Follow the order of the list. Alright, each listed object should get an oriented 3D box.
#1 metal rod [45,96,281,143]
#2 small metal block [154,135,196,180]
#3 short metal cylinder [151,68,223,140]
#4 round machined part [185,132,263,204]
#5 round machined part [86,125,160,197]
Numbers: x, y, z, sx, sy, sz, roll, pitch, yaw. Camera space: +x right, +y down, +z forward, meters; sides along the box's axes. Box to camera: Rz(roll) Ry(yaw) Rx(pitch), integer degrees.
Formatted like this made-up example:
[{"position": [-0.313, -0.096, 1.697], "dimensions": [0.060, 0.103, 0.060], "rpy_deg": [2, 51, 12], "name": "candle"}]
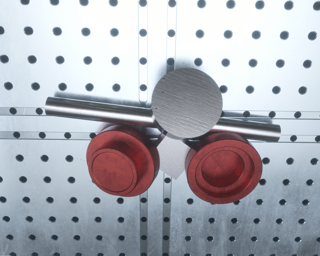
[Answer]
[{"position": [0.006, -0.011, 0.406], "dimensions": [0.302, 0.025, 0.025], "rpy_deg": [7, 110, -3], "name": "metal rod"}, {"position": [0.016, 0.034, 0.422], "dimensions": [0.050, 0.025, 0.050], "rpy_deg": [35, 106, -12], "name": "small metal block"}, {"position": [0.029, -0.026, 0.371], "dimensions": [0.081, 0.050, 0.080], "rpy_deg": [0, 85, -4], "name": "short metal cylinder"}, {"position": [0.083, 0.050, 0.417], "dimensions": [0.099, 0.042, 0.097], "rpy_deg": [-1, 113, -3], "name": "round machined part"}, {"position": [-0.053, 0.048, 0.404], "dimensions": [0.098, 0.042, 0.097], "rpy_deg": [6, 112, 16], "name": "round machined part"}]
